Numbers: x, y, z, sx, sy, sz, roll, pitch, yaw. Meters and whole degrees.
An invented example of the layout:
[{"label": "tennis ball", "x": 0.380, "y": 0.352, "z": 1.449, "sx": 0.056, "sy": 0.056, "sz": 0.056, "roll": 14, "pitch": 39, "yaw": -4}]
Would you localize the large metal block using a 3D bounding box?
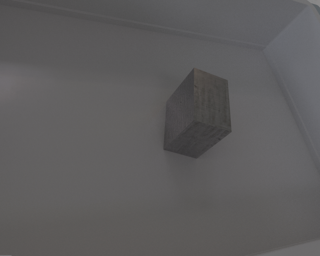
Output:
[{"label": "large metal block", "x": 0.046, "y": -0.017, "z": 0.405, "sx": 0.050, "sy": 0.080, "sz": 0.080, "roll": 17, "pitch": 55, "yaw": -19}]
